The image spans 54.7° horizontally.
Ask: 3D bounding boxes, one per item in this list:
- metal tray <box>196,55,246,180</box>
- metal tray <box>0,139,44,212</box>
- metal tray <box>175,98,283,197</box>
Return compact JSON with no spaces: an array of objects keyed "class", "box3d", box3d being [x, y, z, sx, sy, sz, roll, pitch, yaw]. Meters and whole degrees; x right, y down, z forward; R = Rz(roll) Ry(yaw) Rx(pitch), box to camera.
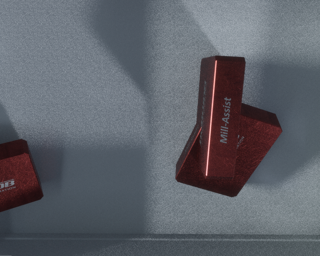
[{"class":"metal tray","box3d":[0.065,-0.016,0.360,0.030,0.090,0.129,3,100,-3]},{"class":"metal tray","box3d":[-0.226,0.072,0.392,0.131,0.030,0.089,-15,132,-20]},{"class":"metal tray","box3d":[0.083,0.028,0.402,0.091,0.030,0.129,17,125,-7]}]
